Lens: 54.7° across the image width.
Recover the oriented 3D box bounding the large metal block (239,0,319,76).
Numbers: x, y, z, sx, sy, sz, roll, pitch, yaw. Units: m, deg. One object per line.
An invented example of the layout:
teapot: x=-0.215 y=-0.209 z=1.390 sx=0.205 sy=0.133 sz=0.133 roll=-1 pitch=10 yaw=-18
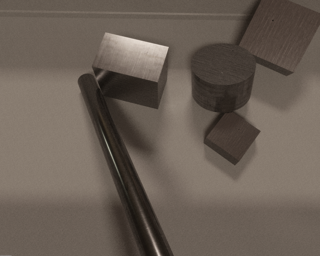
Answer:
large metal block: x=0.162 y=-0.127 z=0.429 sx=0.080 sy=0.050 sz=0.080 roll=27 pitch=98 yaw=9

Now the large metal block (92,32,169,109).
large metal block: x=-0.035 y=-0.072 z=0.406 sx=0.080 sy=0.080 sz=0.050 roll=14 pitch=71 yaw=5

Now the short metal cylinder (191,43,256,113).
short metal cylinder: x=0.082 y=-0.067 z=0.409 sx=0.080 sy=0.050 sz=0.080 roll=-3 pitch=51 yaw=4

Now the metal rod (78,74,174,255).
metal rod: x=-0.046 y=0.030 z=0.334 sx=0.025 sy=0.025 sz=0.300 roll=-23 pitch=47 yaw=-8

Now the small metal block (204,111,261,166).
small metal block: x=0.094 y=0.012 z=0.406 sx=0.050 sy=0.025 sz=0.050 roll=36 pitch=74 yaw=12
